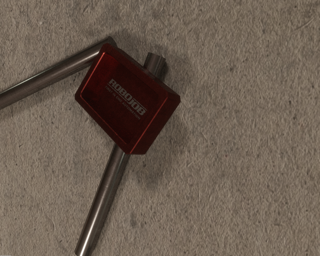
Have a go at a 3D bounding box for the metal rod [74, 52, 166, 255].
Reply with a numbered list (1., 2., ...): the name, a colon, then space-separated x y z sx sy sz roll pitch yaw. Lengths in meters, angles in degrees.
1. metal rod: -0.057 0.042 0.428 0.025 0.025 0.298 24 98 18

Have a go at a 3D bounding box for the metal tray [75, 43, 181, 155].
1. metal tray: -0.046 -0.039 0.396 0.130 0.030 0.090 43 107 30

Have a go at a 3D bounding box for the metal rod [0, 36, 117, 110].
1. metal rod: -0.198 -0.065 0.476 0.300 0.025 0.025 -21 83 18
